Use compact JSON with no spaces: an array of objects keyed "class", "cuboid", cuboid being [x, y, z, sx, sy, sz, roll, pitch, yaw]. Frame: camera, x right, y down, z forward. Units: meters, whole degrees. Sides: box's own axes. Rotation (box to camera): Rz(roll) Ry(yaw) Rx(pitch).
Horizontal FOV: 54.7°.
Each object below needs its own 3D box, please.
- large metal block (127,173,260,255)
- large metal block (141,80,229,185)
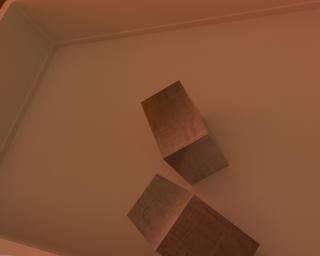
[{"class":"large metal block","cuboid":[0.026,0.092,0.281,0.050,0.080,0.080,-54,19,-10]},{"class":"large metal block","cuboid":[0.029,0.007,0.351,0.050,0.080,0.080,-30,52,9]}]
